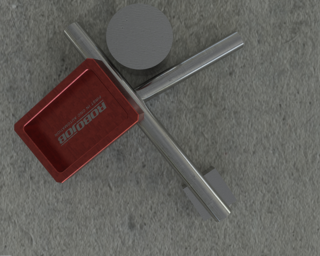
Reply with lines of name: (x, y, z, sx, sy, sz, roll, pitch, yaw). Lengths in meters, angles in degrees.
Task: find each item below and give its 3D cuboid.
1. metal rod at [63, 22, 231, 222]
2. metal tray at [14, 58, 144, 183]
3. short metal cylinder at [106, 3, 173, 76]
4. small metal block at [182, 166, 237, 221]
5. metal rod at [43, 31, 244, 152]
metal rod: (-0.015, -0.007, 0.386, 0.025, 0.025, 0.300, -39, 91, 0)
metal tray: (-0.096, -0.008, 0.369, 0.130, 0.030, 0.090, -39, 90, 11)
short metal cylinder: (-0.025, -0.110, 0.398, 0.081, 0.050, 0.079, 0, 90, -1)
small metal block: (0.064, 0.086, 0.412, 0.050, 0.025, 0.050, -34, 90, 0)
metal rod: (-0.027, -0.044, 0.411, 0.301, 0.025, 0.025, -30, 90, -1)
